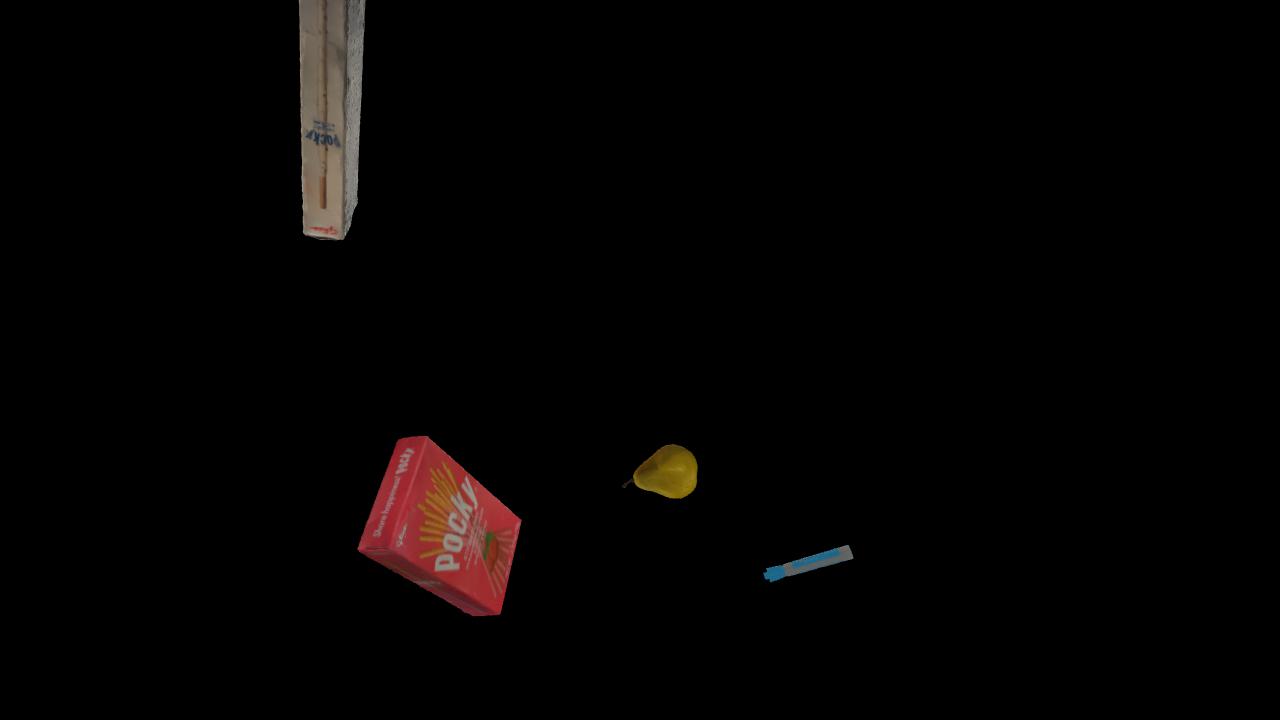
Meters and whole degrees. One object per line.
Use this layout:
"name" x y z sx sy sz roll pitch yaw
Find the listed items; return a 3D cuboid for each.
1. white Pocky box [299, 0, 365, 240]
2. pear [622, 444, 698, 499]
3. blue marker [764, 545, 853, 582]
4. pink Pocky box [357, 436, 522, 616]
"white Pocky box" -0.202 -0.166 0.406 0.028 0.154 0.084 5 30 -20
"pear" 0.028 0.166 0.913 0.111 0.080 0.080 1 0 -11
"blue marker" 0.227 0.277 0.833 0.121 0.020 0.020 -19 -3 9
"pink Pocky box" -0.143 0.132 0.469 0.029 0.084 0.155 -6 -39 17
